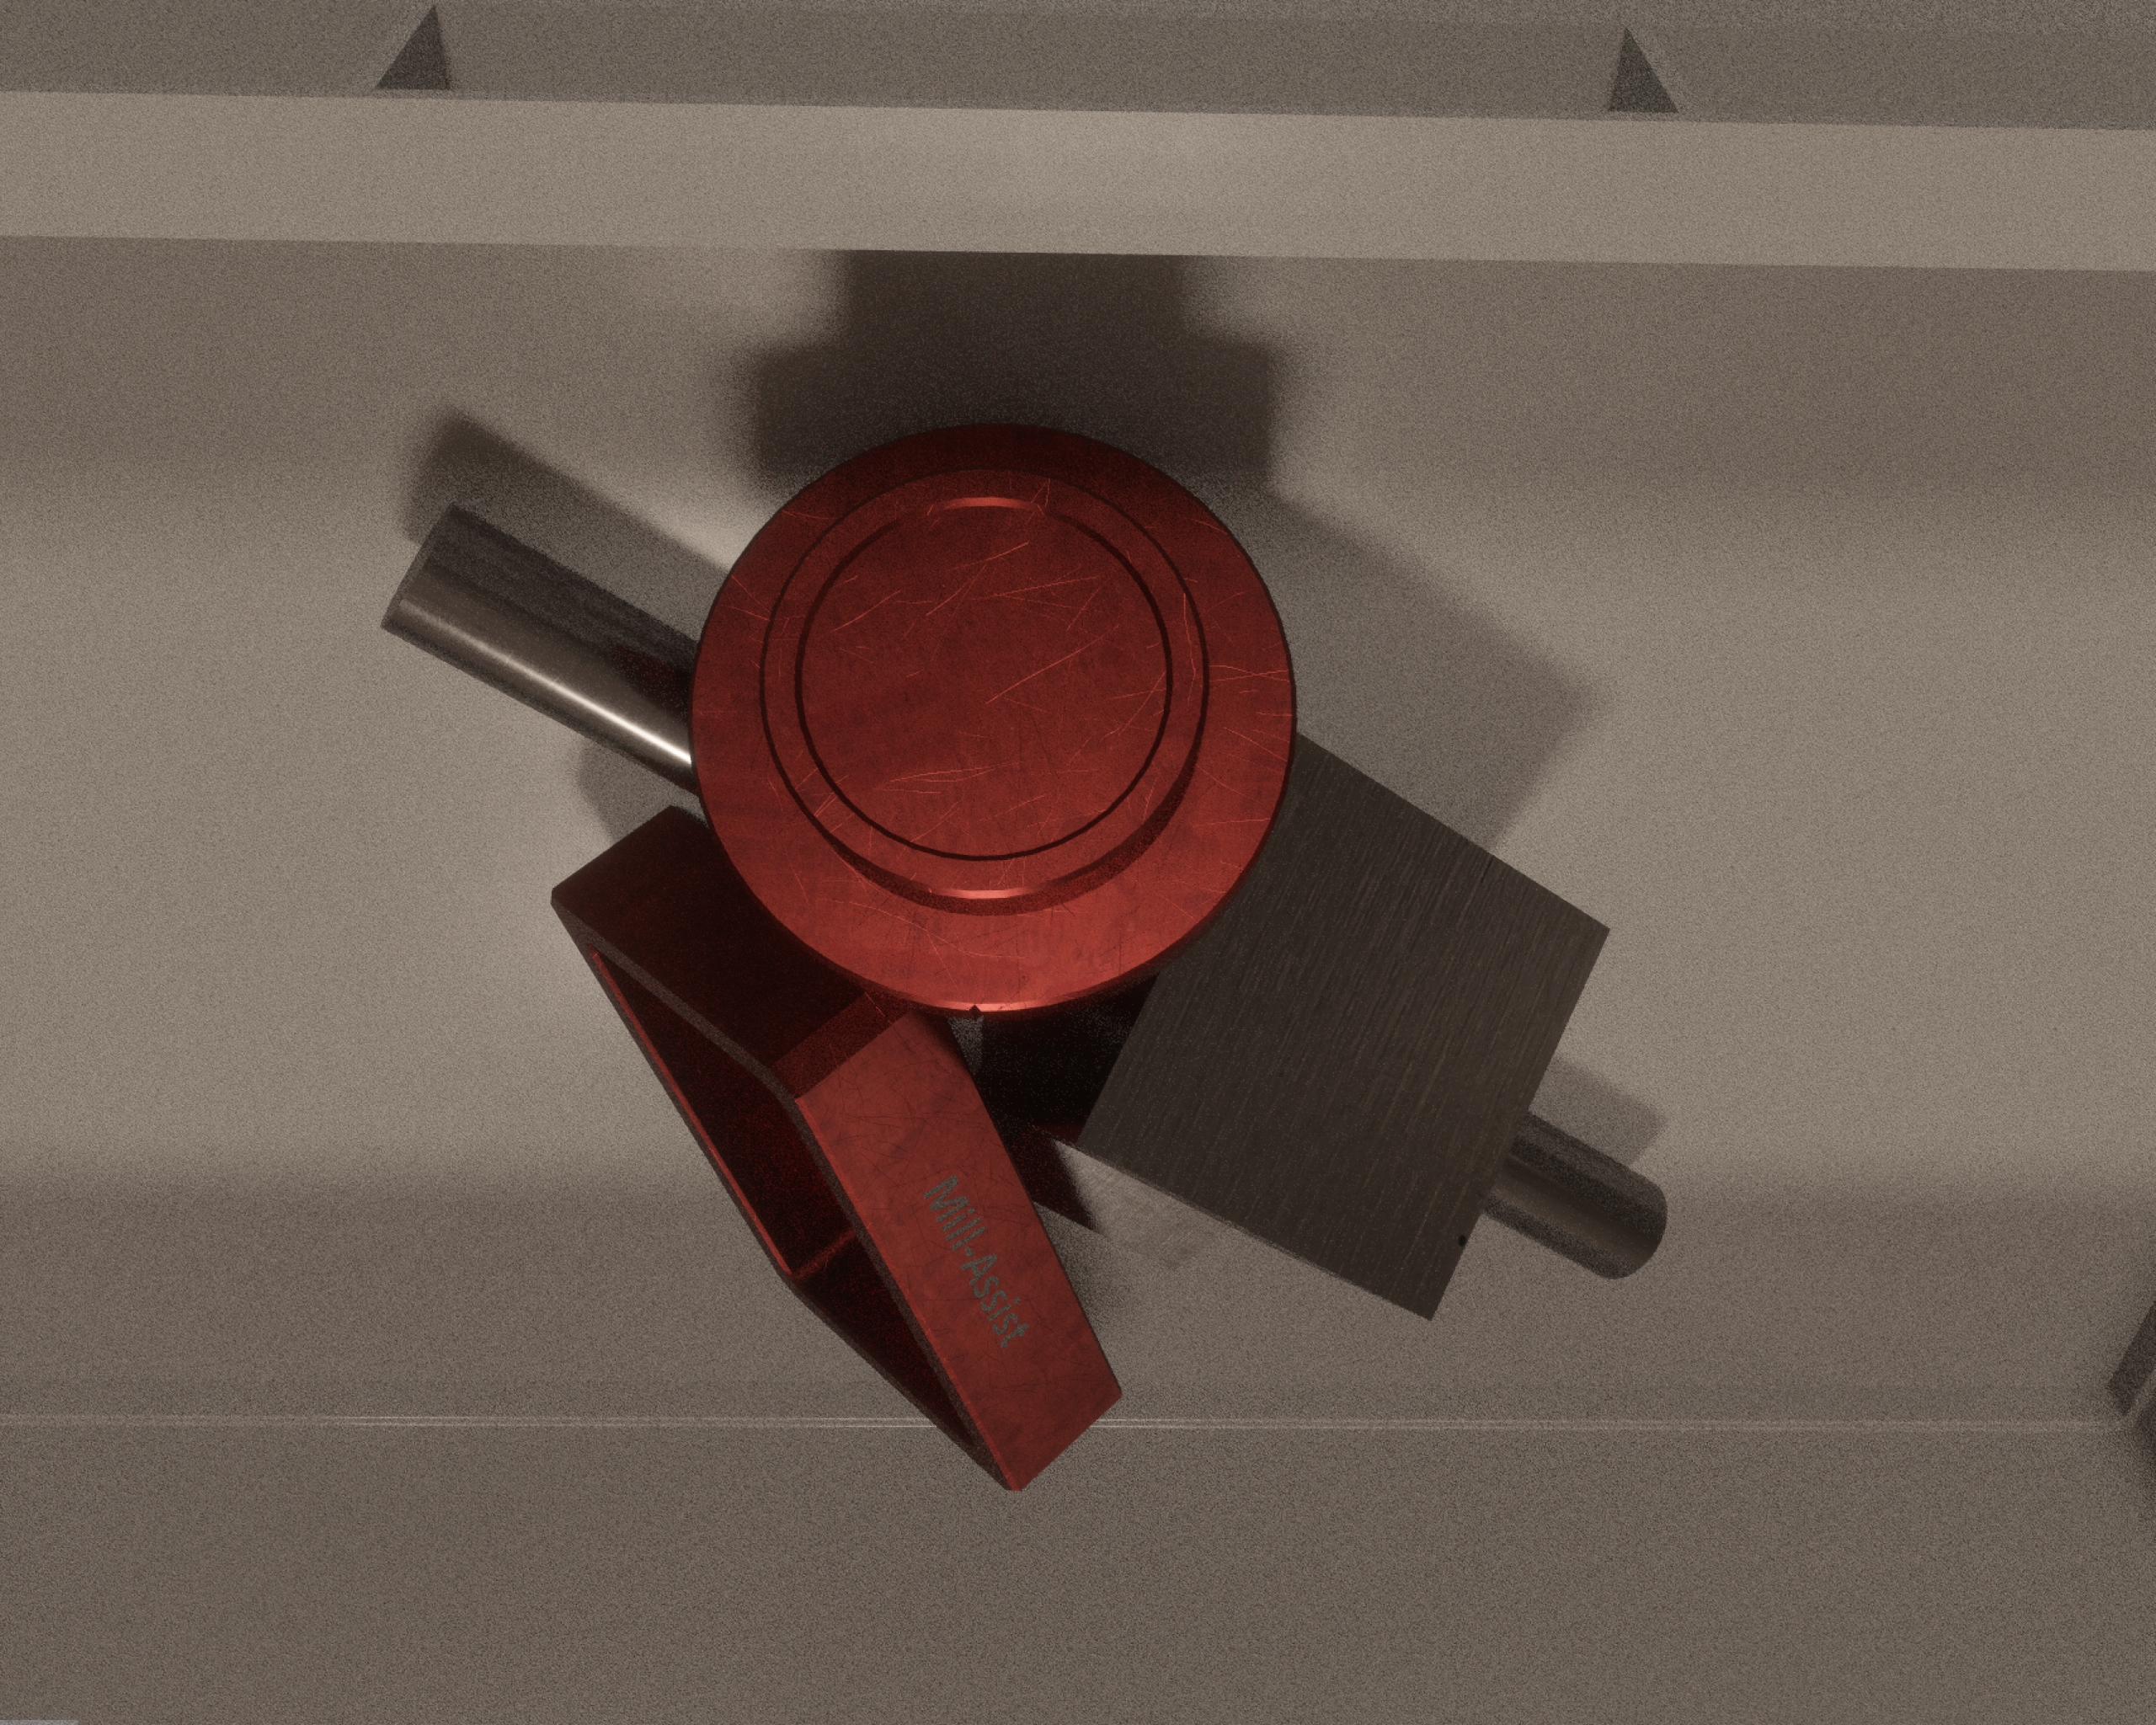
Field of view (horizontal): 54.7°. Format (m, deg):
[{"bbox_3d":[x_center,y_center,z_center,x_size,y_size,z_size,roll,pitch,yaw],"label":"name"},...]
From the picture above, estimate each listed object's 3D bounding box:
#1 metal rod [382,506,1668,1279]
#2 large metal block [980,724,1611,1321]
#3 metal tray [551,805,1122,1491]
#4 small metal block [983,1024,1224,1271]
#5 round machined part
[{"bbox_3d":[0.006,0.016,0.421,0.301,0.025,0.025,29,124,-23],"label":"metal rod"},{"bbox_3d":[0.039,0.028,0.389,0.080,0.050,0.080,30,81,-23],"label":"large metal block"},{"bbox_3d":[-0.046,0.058,0.415,0.030,0.090,0.129,-39,132,-21],"label":"metal tray"},{"bbox_3d":[0.008,0.049,0.432,0.050,0.050,0.025,31,123,-24],"label":"small metal block"},{"bbox_3d":[-0.014,-0.025,0.335,0.099,0.097,0.042,-1,171,0],"label":"round machined part"}]
